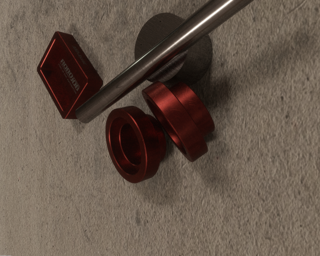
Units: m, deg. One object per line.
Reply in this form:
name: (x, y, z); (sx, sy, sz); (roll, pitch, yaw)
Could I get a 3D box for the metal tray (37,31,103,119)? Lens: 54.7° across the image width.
metal tray: (-0.158, -0.089, 0.528); (0.090, 0.030, 0.130); (-50, 61, 28)

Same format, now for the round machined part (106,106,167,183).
round machined part: (-0.029, 0.019, 0.403); (0.098, 0.042, 0.097); (24, 121, 48)

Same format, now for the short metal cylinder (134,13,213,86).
short metal cylinder: (0.016, -0.092, 0.374); (0.080, 0.050, 0.079); (0, 90, 39)

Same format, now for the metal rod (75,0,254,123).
metal rod: (0.001, -0.079, 0.337); (0.299, 0.025, 0.025); (-30, 71, 35)

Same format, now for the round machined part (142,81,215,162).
round machined part: (0.025, -0.013, 0.348); (0.042, 0.098, 0.098); (-35, 63, -5)
